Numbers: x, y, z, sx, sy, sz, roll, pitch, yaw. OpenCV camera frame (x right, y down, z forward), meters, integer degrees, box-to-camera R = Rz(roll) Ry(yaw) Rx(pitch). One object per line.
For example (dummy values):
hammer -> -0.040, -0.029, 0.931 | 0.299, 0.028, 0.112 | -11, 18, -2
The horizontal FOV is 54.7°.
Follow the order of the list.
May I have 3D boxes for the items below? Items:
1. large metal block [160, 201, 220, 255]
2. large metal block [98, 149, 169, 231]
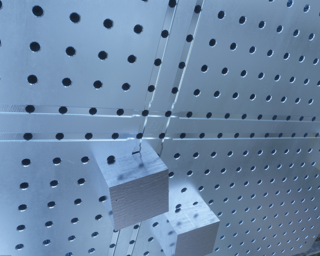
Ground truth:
large metal block -> 0.050, 0.183, 0.538 | 0.081, 0.050, 0.079 | -9, 123, -24
large metal block -> -0.035, 0.084, 0.430 | 0.081, 0.050, 0.079 | -15, 125, -21
